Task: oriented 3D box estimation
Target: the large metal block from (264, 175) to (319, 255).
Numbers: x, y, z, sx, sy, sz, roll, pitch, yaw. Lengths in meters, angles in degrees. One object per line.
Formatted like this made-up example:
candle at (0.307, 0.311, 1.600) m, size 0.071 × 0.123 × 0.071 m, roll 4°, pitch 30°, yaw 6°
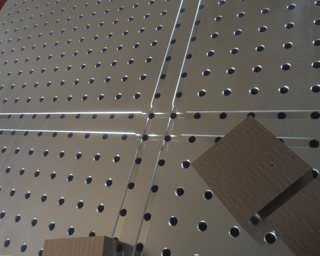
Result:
large metal block at (0.150, 0.089, 0.259) m, size 0.080 × 0.050 × 0.080 m, roll -39°, pitch 51°, yaw 1°

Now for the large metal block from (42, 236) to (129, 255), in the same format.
large metal block at (-0.085, 0.165, 0.336) m, size 0.080 × 0.050 × 0.080 m, roll -12°, pitch 57°, yaw 22°

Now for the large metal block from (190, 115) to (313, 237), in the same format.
large metal block at (0.092, 0.048, 0.315) m, size 0.080 × 0.050 × 0.080 m, roll -40°, pitch 51°, yaw 1°
